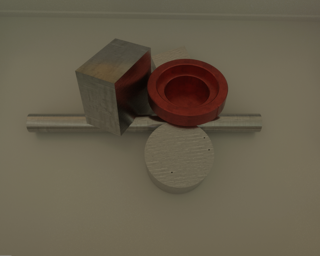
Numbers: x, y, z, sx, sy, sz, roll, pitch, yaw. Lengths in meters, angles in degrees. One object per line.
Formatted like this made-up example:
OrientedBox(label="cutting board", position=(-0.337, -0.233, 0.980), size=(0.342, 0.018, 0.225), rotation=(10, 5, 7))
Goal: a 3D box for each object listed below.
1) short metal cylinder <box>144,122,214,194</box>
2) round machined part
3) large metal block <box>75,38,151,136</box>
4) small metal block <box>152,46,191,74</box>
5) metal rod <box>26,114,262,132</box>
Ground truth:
OrientedBox(label="short metal cylinder", position=(0.022, 0.037, 0.380), size=(0.081, 0.050, 0.080), rotation=(0, 70, 0))
OrientedBox(label="round machined part", position=(0.034, -0.040, 0.394), size=(0.099, 0.042, 0.098), rotation=(0, 52, 0))
OrientedBox(label="large metal block", position=(-0.052, -0.051, 0.381), size=(0.050, 0.079, 0.080), rotation=(20, 48, 18))
OrientedBox(label="small metal block", position=(0.020, -0.083, 0.439), size=(0.050, 0.025, 0.050), rotation=(-20, 71, -8))
OrientedBox(label="metal rod", position=(-0.019, -0.007, 0.409), size=(0.302, 0.025, 0.025), rotation=(0, 70, -1))
